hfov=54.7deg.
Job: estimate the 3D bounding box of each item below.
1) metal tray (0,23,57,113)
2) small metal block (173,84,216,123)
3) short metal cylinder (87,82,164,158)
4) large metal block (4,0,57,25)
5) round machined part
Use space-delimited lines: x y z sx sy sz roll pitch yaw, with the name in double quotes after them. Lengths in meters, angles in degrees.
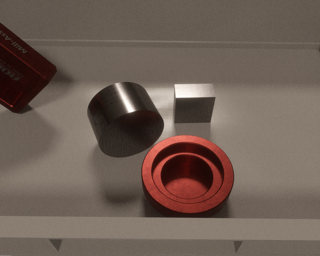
-0.210 -0.085 0.387 0.130 0.090 0.030 40 38 -25 "metal tray"
0.045 -0.032 0.417 0.050 0.050 0.025 -1 50 -2 "small metal block"
-0.042 -0.009 0.376 0.081 0.080 0.050 -18 53 -15 "short metal cylinder"
-0.254 -0.249 0.598 0.081 0.050 0.080 -18 53 -15 "large metal block"
0.029 0.059 0.345 0.099 0.042 0.098 0 50 0 "round machined part"
